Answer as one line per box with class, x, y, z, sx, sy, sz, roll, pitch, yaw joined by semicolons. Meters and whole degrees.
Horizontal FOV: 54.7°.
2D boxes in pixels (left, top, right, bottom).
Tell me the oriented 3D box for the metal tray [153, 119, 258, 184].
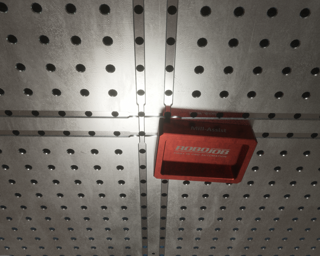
metal tray;0.060;0.035;0.439;0.131;0.030;0.089;4;130;-4
